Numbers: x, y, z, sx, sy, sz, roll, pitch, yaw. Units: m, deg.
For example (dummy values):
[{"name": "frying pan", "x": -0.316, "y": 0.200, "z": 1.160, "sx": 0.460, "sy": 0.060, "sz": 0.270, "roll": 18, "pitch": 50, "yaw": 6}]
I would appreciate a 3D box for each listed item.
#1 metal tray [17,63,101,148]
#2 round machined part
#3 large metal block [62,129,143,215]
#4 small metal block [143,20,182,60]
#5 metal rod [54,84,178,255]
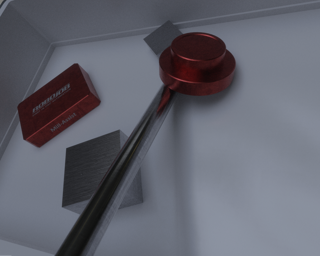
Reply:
[{"name": "metal tray", "x": -0.170, "y": -0.039, "z": 0.513, "sx": 0.130, "sy": 0.030, "sz": 0.090, "roll": -35, "pitch": 52, "yaw": 4}, {"name": "round machined part", "x": 0.048, "y": -0.088, "z": 0.398, "sx": 0.099, "sy": 0.042, "sz": 0.098, "roll": 0, "pitch": 45, "yaw": 1}, {"name": "large metal block", "x": -0.071, "y": 0.059, "z": 0.390, "sx": 0.080, "sy": 0.050, "sz": 0.080, "roll": -19, "pitch": 55, "yaw": 17}, {"name": "small metal block", "x": 0.010, "y": -0.133, "z": 0.481, "sx": 0.050, "sy": 0.025, "sz": 0.050, "roll": -36, "pitch": 51, "yaw": 4}, {"name": "metal rod", "x": -0.022, "y": 0.016, "z": 0.327, "sx": 0.025, "sy": 0.025, "sz": 0.301, "roll": -5, "pitch": 34, "yaw": 25}]
